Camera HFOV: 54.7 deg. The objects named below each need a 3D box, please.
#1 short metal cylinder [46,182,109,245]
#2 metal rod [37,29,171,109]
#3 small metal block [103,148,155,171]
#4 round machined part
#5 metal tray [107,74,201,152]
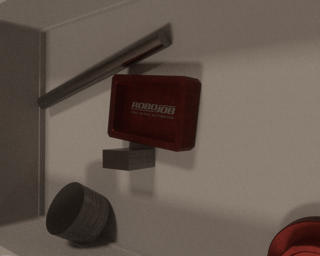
[{"bbox_3d":[-0.124,0.129,0.468,0.080,0.050,0.080,-25,44,27],"label":"short metal cylinder"},{"bbox_3d":[-0.107,-0.082,0.492,0.300,0.025,0.025,-17,79,38],"label":"metal rod"},{"bbox_3d":[-0.042,0.042,0.423,0.050,0.050,0.025,-1,90,39],"label":"small metal block"},{"bbox_3d":[0.144,0.133,0.277,0.098,0.042,0.097,0,90,39],"label":"round machined part"},{"bbox_3d":[-0.013,-0.024,0.411,0.130,0.030,0.089,9,96,39],"label":"metal tray"}]
